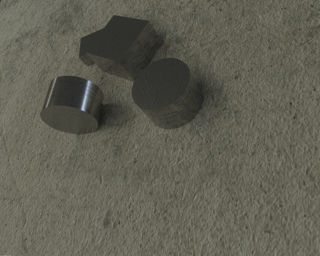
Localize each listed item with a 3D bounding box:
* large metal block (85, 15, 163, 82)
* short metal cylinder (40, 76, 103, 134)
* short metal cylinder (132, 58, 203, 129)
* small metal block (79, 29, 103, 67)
[{"bbox_3d":[-0.057,-0.128,0.494,0.080,0.050,0.080,23,74,36],"label":"large metal block"},{"bbox_3d":[-0.127,-0.032,0.452,0.080,0.080,0.050,-9,58,23],"label":"short metal cylinder"},{"bbox_3d":[0.010,-0.045,0.409,0.080,0.050,0.080,-13,56,20],"label":"short metal cylinder"},{"bbox_3d":[-0.114,-0.143,0.549,0.050,0.025,0.050,-17,55,18],"label":"small metal block"}]
